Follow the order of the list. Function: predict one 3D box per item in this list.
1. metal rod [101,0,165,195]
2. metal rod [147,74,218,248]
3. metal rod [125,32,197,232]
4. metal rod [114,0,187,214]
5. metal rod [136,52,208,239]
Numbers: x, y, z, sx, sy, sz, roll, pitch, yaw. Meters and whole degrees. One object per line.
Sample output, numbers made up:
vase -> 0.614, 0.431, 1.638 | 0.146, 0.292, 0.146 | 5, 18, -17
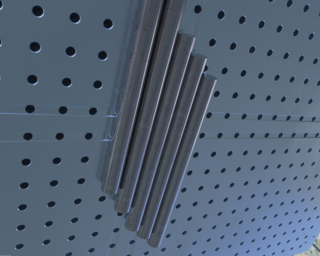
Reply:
metal rod -> -0.032, -0.047, 0.365 | 0.025, 0.025, 0.298 | 1, 118, -29
metal rod -> 0.026, 0.063, 0.466 | 0.025, 0.025, 0.298 | 1, 118, -29
metal rod -> -0.006, 0.021, 0.422 | 0.025, 0.025, 0.298 | 1, 118, -29
metal rod -> -0.018, -0.014, 0.393 | 0.025, 0.025, 0.298 | 1, 118, -29
metal rod -> 0.010, 0.041, 0.443 | 0.025, 0.025, 0.298 | 1, 118, -29
